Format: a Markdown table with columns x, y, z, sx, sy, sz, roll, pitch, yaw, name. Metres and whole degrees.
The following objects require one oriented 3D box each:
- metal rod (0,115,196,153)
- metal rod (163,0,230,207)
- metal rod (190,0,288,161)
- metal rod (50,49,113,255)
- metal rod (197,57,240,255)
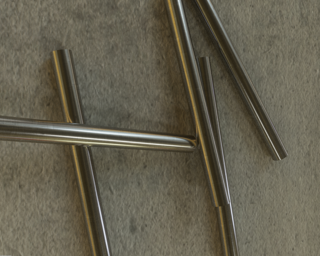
| x | y | z | sx | sy | sz | roll | pitch | yaw | name |
| --- | --- | --- | --- | --- | --- | --- | --- | --- | --- |
| -0.087 | 0.008 | 0.350 | 0.302 | 0.025 | 0.025 | 6 | 88 | -31 | metal rod |
| 0.047 | -0.044 | 0.414 | 0.025 | 0.025 | 0.298 | -13 | 90 | -20 | metal rod |
| 0.112 | -0.083 | 0.451 | 0.025 | 0.025 | 0.299 | -34 | 101 | -17 | metal rod |
| -0.090 | 0.056 | 0.376 | 0.025 | 0.025 | 0.298 | -12 | 94 | -20 | metal rod |
| 0.081 | 0.050 | 0.440 | 0.025 | 0.025 | 0.298 | -11 | 94 | -20 | metal rod |
